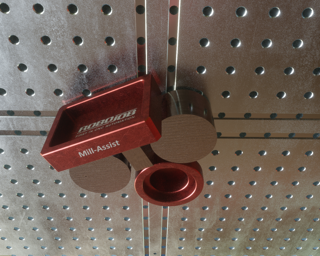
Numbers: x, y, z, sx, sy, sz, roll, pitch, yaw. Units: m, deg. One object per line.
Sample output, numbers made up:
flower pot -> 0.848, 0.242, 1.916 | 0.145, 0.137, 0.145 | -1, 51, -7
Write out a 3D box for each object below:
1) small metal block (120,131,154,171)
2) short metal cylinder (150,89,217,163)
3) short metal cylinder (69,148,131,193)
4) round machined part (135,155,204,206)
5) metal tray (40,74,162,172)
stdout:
small metal block -> -0.030, 0.019, 0.406 | 0.025, 0.050, 0.050 | -20, 128, 16
short metal cylinder -> 0.028, -0.001, 0.389 | 0.081, 0.050, 0.079 | 0, 130, 0
short metal cylinder -> -0.079, 0.045, 0.428 | 0.081, 0.050, 0.079 | 0, 130, 0
round machined part -> 0.013, 0.069, 0.454 | 0.099, 0.042, 0.097 | 0, 130, 0
metal tray -> -0.064, -0.007, 0.356 | 0.130, 0.090, 0.030 | -18, 128, 15
